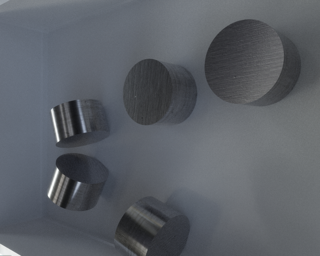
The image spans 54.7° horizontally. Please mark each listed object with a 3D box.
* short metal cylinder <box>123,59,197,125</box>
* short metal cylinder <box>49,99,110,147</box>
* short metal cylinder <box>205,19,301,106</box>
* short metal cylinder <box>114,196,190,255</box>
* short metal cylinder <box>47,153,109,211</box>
[{"bbox_3d":[-0.001,-0.043,0.391,0.080,0.050,0.080,0,90,40],"label":"short metal cylinder"},{"bbox_3d":[-0.122,-0.005,0.472,0.080,0.081,0.050,-25,74,37],"label":"short metal cylinder"},{"bbox_3d":[0.093,-0.063,0.314,0.080,0.050,0.080,0,90,40],"label":"short metal cylinder"},{"bbox_3d":[-0.008,0.131,0.378,0.050,0.081,0.079,22,104,38],"label":"short metal cylinder"},{"bbox_3d":[-0.126,0.081,0.475,0.080,0.081,0.050,37,113,34],"label":"short metal cylinder"}]
